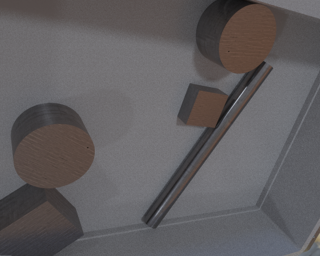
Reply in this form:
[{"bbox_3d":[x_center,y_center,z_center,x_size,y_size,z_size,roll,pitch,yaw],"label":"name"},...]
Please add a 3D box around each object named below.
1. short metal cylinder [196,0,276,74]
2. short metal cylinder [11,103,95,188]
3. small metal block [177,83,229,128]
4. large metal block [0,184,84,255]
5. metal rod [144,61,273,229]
[{"bbox_3d":[0.091,-0.112,0.375,0.081,0.050,0.079,-14,125,-21],"label":"short metal cylinder"},{"bbox_3d":[-0.118,0.019,0.340,0.081,0.050,0.079,-14,125,-21],"label":"short metal cylinder"},{"bbox_3d":[0.058,-0.030,0.424,0.050,0.025,0.050,6,116,-31],"label":"small metal block"},{"bbox_3d":[-0.155,0.118,0.382,0.080,0.050,0.080,-33,129,-7],"label":"large metal block"},{"bbox_3d":[0.067,0.031,0.466,0.025,0.025,0.299,25,105,-37],"label":"metal rod"}]
